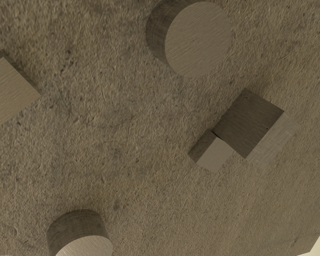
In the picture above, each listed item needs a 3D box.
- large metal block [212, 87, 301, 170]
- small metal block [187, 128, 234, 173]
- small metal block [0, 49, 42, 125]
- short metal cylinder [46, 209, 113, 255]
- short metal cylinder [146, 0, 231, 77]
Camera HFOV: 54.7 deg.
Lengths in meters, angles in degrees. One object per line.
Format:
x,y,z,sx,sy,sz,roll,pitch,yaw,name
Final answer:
0.136,0.000,0.448,0.050,0.080,0.080,29,102,-38,large metal block
0.079,0.036,0.475,0.050,0.025,0.050,29,102,-38,small metal block
-0.154,-0.039,0.299,0.050,0.025,0.050,-37,130,-4,small metal block
-0.112,0.161,0.430,0.081,0.050,0.079,-14,125,-21,short metal cylinder
0.031,-0.103,0.345,0.081,0.050,0.079,-14,125,-21,short metal cylinder
